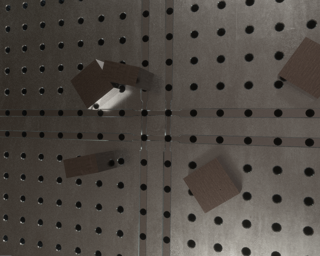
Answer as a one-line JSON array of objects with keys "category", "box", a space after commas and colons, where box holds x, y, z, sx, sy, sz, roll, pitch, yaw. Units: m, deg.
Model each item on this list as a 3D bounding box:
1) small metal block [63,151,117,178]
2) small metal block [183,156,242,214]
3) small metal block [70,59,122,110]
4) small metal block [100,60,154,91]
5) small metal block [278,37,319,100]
[{"category": "small metal block", "box": [-0.096, 0.050, 0.432, 0.050, 0.050, 0.025, -12, 86, 19]}, {"category": "small metal block", "box": [0.066, 0.070, 0.389, 0.050, 0.025, 0.050, -36, 79, 16]}, {"category": "small metal block", "box": [-0.091, -0.061, 0.443, 0.050, 0.025, 0.050, -36, 79, 16]}, {"category": "small metal block", "box": [-0.043, -0.069, 0.413, 0.050, 0.050, 0.025, 15, 95, 19]}, {"category": "small metal block", "box": [0.171, -0.067, 0.352, 0.050, 0.025, 0.050, 37, 101, 16]}]
